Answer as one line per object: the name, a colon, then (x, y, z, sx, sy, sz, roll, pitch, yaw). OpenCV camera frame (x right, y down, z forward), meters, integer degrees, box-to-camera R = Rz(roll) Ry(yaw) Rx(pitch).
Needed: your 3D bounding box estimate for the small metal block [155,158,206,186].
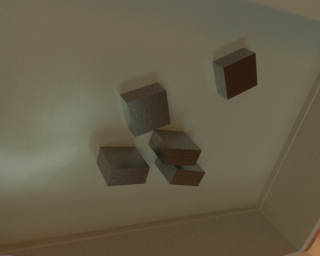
small metal block: (0.028, 0.057, 0.445, 0.050, 0.050, 0.025, 11, 113, -34)

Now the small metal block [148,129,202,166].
small metal block: (0.020, 0.026, 0.421, 0.050, 0.050, 0.025, 6, 116, -31)

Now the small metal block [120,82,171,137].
small metal block: (-0.017, -0.023, 0.387, 0.050, 0.025, 0.050, -21, 127, -16)

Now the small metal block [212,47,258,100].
small metal block: (0.103, -0.074, 0.421, 0.050, 0.025, 0.050, -27, 128, -12)

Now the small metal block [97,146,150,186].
small metal block: (-0.048, 0.048, 0.397, 0.050, 0.050, 0.025, 1, 118, -30)
